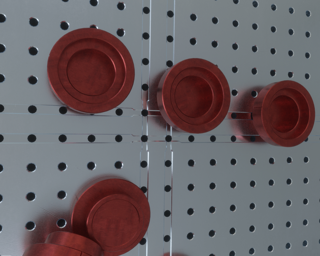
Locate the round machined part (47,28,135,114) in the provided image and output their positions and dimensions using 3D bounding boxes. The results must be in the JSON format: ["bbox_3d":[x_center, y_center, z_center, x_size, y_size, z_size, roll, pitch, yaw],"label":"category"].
[{"bbox_3d":[-0.083,-0.066,0.373,0.099,0.042,0.097,0,90,-20],"label":"round machined part"}]

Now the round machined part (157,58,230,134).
[{"bbox_3d":[0.042,-0.042,0.419,0.099,0.042,0.097,0,90,-20],"label":"round machined part"}]

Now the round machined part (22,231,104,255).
[{"bbox_3d":[-0.102,0.151,0.347,0.098,0.098,0.042,32,43,-17],"label":"round machined part"}]

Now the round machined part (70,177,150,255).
[{"bbox_3d":[-0.058,0.111,0.382,0.099,0.042,0.097,0,90,-20],"label":"round machined part"}]

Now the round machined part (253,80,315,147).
[{"bbox_3d":[0.181,-0.021,0.470,0.099,0.042,0.097,0,90,-20],"label":"round machined part"}]
